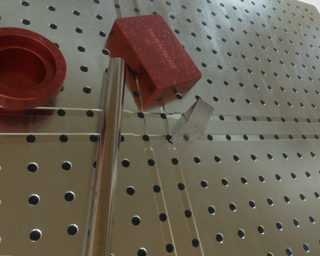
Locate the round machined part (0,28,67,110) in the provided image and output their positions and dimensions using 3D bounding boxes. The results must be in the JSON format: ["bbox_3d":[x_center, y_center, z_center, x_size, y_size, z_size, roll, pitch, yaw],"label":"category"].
[{"bbox_3d":[-0.160,-0.062,0.350,0.099,0.042,0.098,14,56,-21],"label":"round machined part"}]

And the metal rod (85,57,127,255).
[{"bbox_3d":[-0.060,0.038,0.353,0.025,0.025,0.299,14,56,-21],"label":"metal rod"}]

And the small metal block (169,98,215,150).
[{"bbox_3d":[0.043,-0.005,0.420,0.025,0.050,0.050,35,51,-6],"label":"small metal block"}]

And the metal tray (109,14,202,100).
[{"bbox_3d":[-0.007,-0.112,0.471,0.091,0.030,0.130,-22,74,-36],"label":"metal tray"}]
